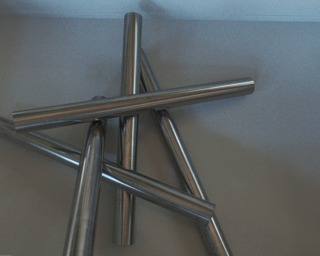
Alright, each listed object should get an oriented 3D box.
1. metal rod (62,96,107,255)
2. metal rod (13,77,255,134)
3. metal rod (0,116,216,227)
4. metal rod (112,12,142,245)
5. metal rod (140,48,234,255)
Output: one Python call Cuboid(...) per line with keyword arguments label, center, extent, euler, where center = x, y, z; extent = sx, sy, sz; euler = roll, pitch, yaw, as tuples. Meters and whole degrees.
Cuboid(label="metal rod", center=(-0.071, 0.066, 0.301), extent=(0.025, 0.025, 0.300), euler=(-3, 41, -2))
Cuboid(label="metal rod", center=(-0.015, -0.032, 0.382), extent=(0.303, 0.025, 0.025), euler=(-11, 70, -20))
Cuboid(label="metal rod", center=(-0.082, 0.043, 0.365), extent=(0.301, 0.025, 0.025), euler=(20, 71, 17))
Cuboid(label="metal rod", center=(-0.040, -0.010, 0.397), extent=(0.025, 0.025, 0.299), euler=(1, 76, 0))
Cuboid(label="metal rod", center=(0.019, 0.022, 0.401), extent=(0.025, 0.025, 0.299), euler=(-20, 71, -8))
